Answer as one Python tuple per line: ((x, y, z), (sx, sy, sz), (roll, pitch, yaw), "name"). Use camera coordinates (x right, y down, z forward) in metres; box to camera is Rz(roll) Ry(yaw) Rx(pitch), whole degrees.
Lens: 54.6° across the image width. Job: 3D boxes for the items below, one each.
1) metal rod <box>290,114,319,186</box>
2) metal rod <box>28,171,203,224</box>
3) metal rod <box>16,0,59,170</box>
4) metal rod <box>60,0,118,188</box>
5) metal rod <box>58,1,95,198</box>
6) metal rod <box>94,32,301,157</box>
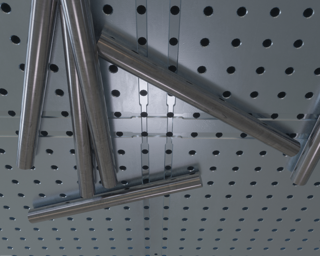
((0.221, -0.034, 0.384), (0.025, 0.025, 0.298), (2, 130, -2), "metal rod")
((-0.080, 0.116, 0.509), (0.301, 0.025, 0.025), (-15, 129, 12), "metal rod")
((-0.146, -0.056, 0.362), (0.025, 0.025, 0.298), (15, 129, -13), "metal rod")
((-0.077, -0.020, 0.374), (0.025, 0.025, 0.298), (0, 136, 0), "metal rod")
((-0.102, -0.010, 0.401), (0.025, 0.025, 0.298), (4, 130, -4), "metal rod")
((0.060, -0.031, 0.385), (0.301, 0.025, 0.025), (25, 126, -20), "metal rod")
